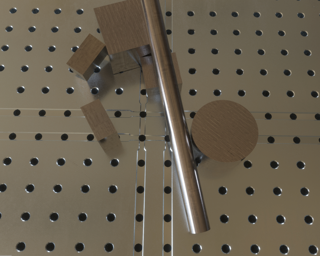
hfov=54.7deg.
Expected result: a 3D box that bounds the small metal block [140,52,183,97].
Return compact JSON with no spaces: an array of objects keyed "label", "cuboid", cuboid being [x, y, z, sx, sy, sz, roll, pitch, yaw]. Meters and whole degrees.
[{"label":"small metal block","cuboid":[0.001,-0.076,0.440,0.050,0.025,0.050,-9,70,-4]}]

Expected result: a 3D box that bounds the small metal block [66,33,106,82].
[{"label":"small metal block","cuboid":[-0.098,-0.095,0.425,0.025,0.050,0.050,36,85,-5]}]

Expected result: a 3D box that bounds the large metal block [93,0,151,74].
[{"label":"large metal block","cuboid":[-0.042,-0.134,0.447,0.081,0.050,0.080,-17,71,-7]}]

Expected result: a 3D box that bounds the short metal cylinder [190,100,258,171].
[{"label":"short metal cylinder","cuboid":[0.078,0.011,0.396,0.081,0.050,0.080,0,70,0]}]

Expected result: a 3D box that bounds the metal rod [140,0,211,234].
[{"label":"metal rod","cuboid":[0.017,-0.023,0.388,0.025,0.025,0.298,-11,82,-5]}]

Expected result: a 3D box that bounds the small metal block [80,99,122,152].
[{"label":"small metal block","cuboid":[-0.075,-0.002,0.398,0.025,0.050,0.050,-28,73,-10]}]
